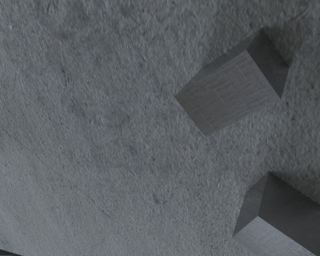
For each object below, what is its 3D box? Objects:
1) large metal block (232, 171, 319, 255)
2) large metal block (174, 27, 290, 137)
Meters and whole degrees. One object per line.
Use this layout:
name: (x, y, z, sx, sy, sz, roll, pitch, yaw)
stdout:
large metal block: (0.142, 0.112, 0.365, 0.080, 0.080, 0.050, 34, 129, 5)
large metal block: (0.073, -0.046, 0.304, 0.080, 0.080, 0.050, -31, 101, 37)
